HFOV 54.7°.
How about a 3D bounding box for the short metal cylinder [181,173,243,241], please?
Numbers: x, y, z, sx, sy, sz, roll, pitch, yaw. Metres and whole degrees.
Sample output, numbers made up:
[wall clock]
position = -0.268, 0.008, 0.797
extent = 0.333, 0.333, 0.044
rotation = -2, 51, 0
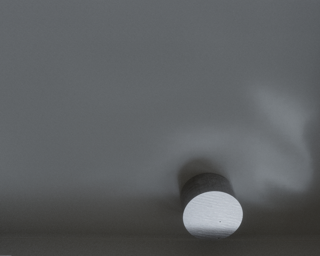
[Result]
[short metal cylinder]
position = 0.071, 0.111, 0.440
extent = 0.081, 0.050, 0.079
rotation = 0, 110, -1
